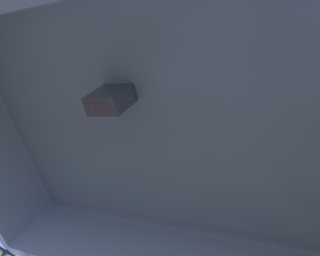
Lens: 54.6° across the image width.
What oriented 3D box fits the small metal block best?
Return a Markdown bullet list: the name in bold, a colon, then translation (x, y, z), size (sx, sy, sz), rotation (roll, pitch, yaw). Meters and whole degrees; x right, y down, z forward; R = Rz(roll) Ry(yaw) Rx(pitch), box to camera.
- **small metal block**: translation (-0.065, -0.037, 0.404), size (0.050, 0.050, 0.025), rotation (1, 119, 28)
